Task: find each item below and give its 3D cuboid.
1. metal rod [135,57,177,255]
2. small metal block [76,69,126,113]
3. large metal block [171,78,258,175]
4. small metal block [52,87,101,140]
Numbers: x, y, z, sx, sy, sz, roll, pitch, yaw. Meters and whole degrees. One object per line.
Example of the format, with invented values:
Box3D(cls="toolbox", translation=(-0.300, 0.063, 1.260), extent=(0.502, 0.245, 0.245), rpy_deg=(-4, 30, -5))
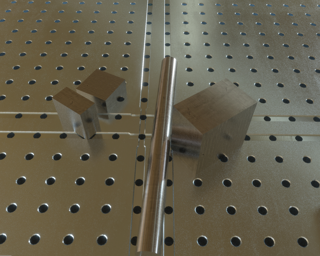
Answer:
Box3D(cls="metal rod", translation=(0.002, 0.010, 0.398), extent=(0.025, 0.025, 0.300), rpy_deg=(4, 50, 3))
Box3D(cls="small metal block", translation=(-0.085, -0.055, 0.453), extent=(0.050, 0.025, 0.050), rpy_deg=(22, 53, 17))
Box3D(cls="large metal block", translation=(0.062, -0.001, 0.374), extent=(0.081, 0.080, 0.050), rpy_deg=(-29, 56, -22))
Box3D(cls="small metal block", translation=(-0.109, -0.019, 0.406), extent=(0.050, 0.050, 0.025), rpy_deg=(29, 56, 22))
